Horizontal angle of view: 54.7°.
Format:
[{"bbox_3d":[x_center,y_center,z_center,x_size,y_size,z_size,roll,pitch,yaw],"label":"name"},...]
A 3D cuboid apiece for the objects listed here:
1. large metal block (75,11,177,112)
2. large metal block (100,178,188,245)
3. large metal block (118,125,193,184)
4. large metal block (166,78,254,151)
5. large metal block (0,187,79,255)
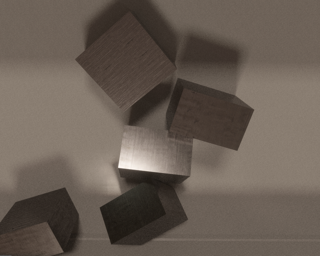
[{"bbox_3d":[-0.038,-0.080,0.368,0.080,0.050,0.080,-38,106,12],"label":"large metal block"},{"bbox_3d":[-0.020,0.116,0.419,0.080,0.050,0.080,-32,150,11],"label":"large metal block"},{"bbox_3d":[-0.007,0.036,0.388,0.081,0.080,0.050,7,73,-3],"label":"large metal block"},{"bbox_3d":[0.055,-0.020,0.374,0.080,0.080,0.050,16,106,-6],"label":"large metal block"},{"bbox_3d":[-0.169,0.135,0.429,0.080,0.080,0.050,-17,109,6],"label":"large metal block"}]
